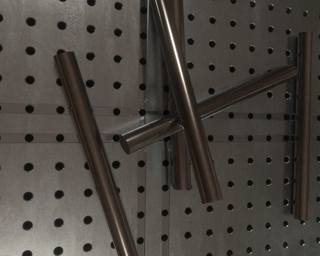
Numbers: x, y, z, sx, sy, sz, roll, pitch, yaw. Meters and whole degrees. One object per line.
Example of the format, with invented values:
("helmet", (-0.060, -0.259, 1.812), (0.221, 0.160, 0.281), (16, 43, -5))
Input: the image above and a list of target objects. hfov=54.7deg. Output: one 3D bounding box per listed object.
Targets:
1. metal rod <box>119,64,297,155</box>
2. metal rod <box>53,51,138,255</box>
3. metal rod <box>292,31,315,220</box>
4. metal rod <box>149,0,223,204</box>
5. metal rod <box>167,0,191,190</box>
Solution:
("metal rod", (0.083, -0.035, 0.424), (0.302, 0.025, 0.025), (-24, 98, -26))
("metal rod", (-0.073, 0.055, 0.386), (0.025, 0.025, 0.298), (-18, 96, -19))
("metal rod", (0.232, -0.004, 0.500), (0.025, 0.025, 0.298), (2, 89, -20))
("metal rod", (0.024, -0.059, 0.379), (0.025, 0.025, 0.299), (-9, 77, -20))
("metal rod", (0.024, -0.066, 0.422), (0.025, 0.025, 0.298), (-3, 91, -20))
